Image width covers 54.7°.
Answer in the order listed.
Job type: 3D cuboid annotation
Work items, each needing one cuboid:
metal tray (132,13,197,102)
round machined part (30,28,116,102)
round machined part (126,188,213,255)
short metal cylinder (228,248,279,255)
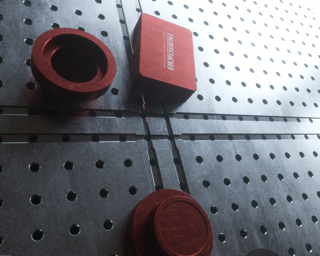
[{"bbox_3d":[0.006,-0.110,0.475,0.091,0.030,0.130,13,56,-21],"label":"metal tray"},{"bbox_3d":[-0.108,-0.073,0.384,0.099,0.042,0.098,14,56,-21],"label":"round machined part"},{"bbox_3d":[0.017,0.113,0.337,0.099,0.042,0.098,14,56,-21],"label":"round machined part"},{"bbox_3d":[0.103,0.178,0.339,0.081,0.050,0.080,14,56,-21],"label":"short metal cylinder"}]
